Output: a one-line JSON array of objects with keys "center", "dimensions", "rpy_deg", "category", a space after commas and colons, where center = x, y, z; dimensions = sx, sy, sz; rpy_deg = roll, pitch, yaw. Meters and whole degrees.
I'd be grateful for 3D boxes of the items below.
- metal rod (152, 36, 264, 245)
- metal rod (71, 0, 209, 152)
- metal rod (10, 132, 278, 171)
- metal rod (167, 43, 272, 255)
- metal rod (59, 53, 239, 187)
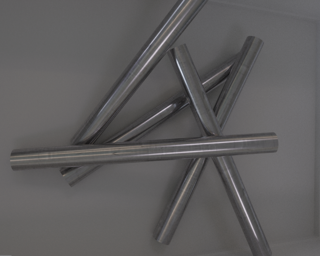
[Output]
[{"center": [0.066, 0.014, 0.419], "dimensions": [0.025, 0.025, 0.299], "rpy_deg": [27, 87, -18], "category": "metal rod"}, {"center": [-0.003, -0.089, 0.340], "dimensions": [0.025, 0.025, 0.299], "rpy_deg": [36, 105, -17], "category": "metal rod"}, {"center": [-0.013, 0.027, 0.361], "dimensions": [0.302, 0.025, 0.025], "rpy_deg": [-4, 92, -5], "category": "metal rod"}, {"center": [0.080, 0.038, 0.397], "dimensions": [0.025, 0.025, 0.299], "rpy_deg": [-27, 100, -18], "category": "metal rod"}, {"center": [0.006, -0.021, 0.412], "dimensions": [0.301, 0.025, 0.025], "rpy_deg": [-34, 101, -17], "category": "metal rod"}]
